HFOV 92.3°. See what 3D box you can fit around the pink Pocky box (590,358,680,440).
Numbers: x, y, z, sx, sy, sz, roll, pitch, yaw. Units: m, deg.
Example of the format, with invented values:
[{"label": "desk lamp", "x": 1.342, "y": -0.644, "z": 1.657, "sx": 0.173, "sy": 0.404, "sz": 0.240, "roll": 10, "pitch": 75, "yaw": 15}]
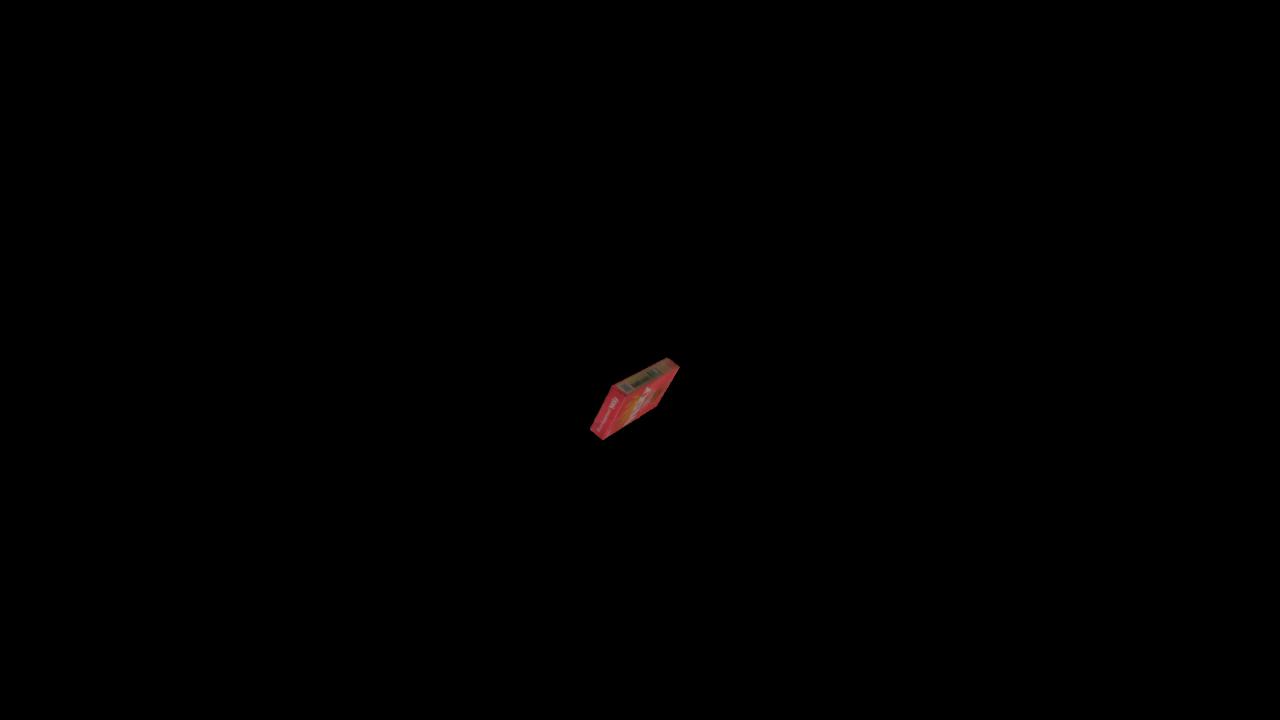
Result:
[{"label": "pink Pocky box", "x": -0.005, "y": 0.053, "z": 0.890, "sx": 0.029, "sy": 0.084, "sz": 0.155, "roll": 38, "pitch": 31, "yaw": 17}]
